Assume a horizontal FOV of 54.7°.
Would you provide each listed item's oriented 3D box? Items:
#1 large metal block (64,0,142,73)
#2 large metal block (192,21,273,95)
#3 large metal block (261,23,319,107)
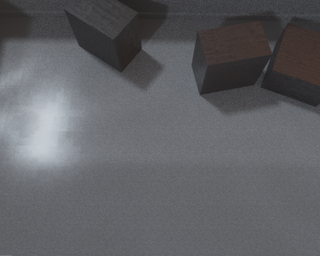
[{"bbox_3d":[-0.075,-0.135,0.429,0.080,0.080,0.050,34,74,11],"label":"large metal block"},{"bbox_3d":[0.091,-0.091,0.414,0.081,0.080,0.050,-11,71,-4],"label":"large metal block"},{"bbox_3d":[0.197,-0.087,0.429,0.080,0.050,0.080,21,71,7],"label":"large metal block"}]
